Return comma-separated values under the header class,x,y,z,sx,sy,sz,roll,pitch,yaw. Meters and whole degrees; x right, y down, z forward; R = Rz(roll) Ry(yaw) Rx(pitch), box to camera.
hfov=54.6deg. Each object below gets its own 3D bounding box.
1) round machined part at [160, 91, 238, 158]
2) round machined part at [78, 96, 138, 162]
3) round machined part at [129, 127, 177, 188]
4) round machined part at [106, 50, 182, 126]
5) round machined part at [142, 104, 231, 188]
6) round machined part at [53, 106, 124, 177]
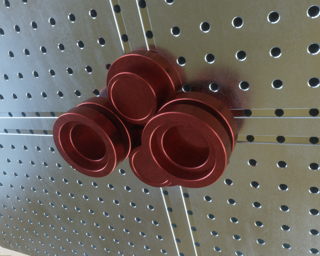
class,x,y,z,sx,sy,sz,roll,pitch,yaw
round machined part,0.045,0.000,0.376,0.098,0.042,0.097,13,124,21
round machined part,-0.074,0.000,0.439,0.098,0.042,0.097,13,124,21
round machined part,-0.004,0.043,0.428,0.098,0.042,0.097,13,124,21
round machined part,-0.026,-0.044,0.387,0.098,0.042,0.097,13,124,21
round machined part,0.032,0.017,0.352,0.098,0.042,0.097,13,124,21
round machined part,-0.090,0.015,0.415,0.098,0.042,0.097,13,124,21
